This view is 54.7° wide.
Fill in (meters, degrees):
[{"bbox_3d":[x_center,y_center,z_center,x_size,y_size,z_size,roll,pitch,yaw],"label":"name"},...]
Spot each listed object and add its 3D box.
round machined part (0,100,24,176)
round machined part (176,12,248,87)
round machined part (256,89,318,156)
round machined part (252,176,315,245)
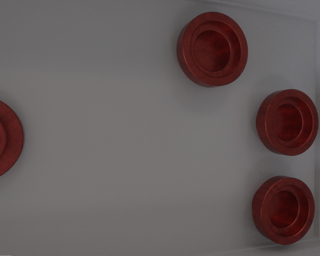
[{"bbox_3d":[-0.199,0.011,0.328,0.099,0.042,0.097,0,90,-20],"label":"round machined part"},{"bbox_3d":[0.068,-0.104,0.426,0.099,0.042,0.097,0,90,-20],"label":"round machined part"},{"bbox_3d":[0.187,-0.008,0.470,0.099,0.042,0.097,0,90,-20],"label":"round machined part"},{"bbox_3d":[0.180,0.120,0.468,0.099,0.042,0.097,0,90,-20],"label":"round machined part"}]
